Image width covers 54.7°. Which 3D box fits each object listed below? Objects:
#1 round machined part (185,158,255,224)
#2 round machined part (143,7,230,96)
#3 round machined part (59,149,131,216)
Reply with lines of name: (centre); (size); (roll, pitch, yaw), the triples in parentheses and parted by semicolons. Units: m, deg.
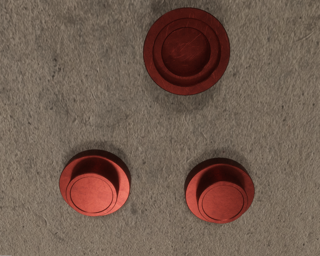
round machined part: (0.085, 0.095, 0.437); (0.099, 0.042, 0.097); (0, 110, -1)
round machined part: (0.030, -0.091, 0.368); (0.099, 0.042, 0.097); (0, 110, -1)
round machined part: (-0.091, 0.082, 0.430); (0.099, 0.042, 0.097); (0, 110, -1)
